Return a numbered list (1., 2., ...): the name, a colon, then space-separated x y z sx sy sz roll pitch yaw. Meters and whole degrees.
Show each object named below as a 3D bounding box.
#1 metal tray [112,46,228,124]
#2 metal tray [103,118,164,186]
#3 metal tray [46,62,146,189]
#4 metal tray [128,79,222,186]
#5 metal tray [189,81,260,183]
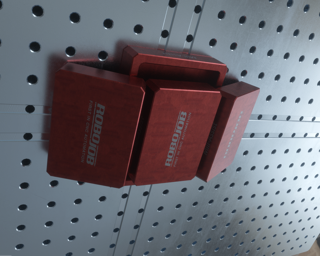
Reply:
1. metal tray: 0.013 -0.047 0.387 0.131 0.030 0.089 0 119 -29
2. metal tray: -0.007 0.032 0.426 0.131 0.030 0.089 0 119 -29
3. metal tray: -0.073 0.001 0.347 0.091 0.030 0.129 12 115 -6
4. metal tray: 0.015 0.008 0.383 0.091 0.030 0.129 -1 119 -29
5. metal tray: 0.091 0.004 0.438 0.091 0.030 0.129 -21 132 -51
